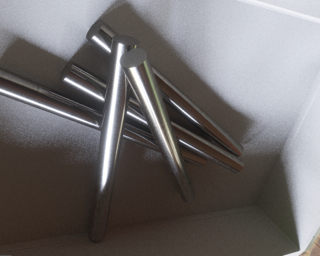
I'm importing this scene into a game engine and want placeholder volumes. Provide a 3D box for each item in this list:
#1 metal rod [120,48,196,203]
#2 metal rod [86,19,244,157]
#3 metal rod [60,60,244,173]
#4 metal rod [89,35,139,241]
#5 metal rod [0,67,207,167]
[{"bbox_3d":[0.012,0.024,0.388,0.025,0.025,0.299,-32,142,-8],"label":"metal rod"},{"bbox_3d":[0.029,-0.031,0.406,0.025,0.025,0.301,-49,129,6],"label":"metal rod"},{"bbox_3d":[0.012,0.000,0.405,0.301,0.025,0.025,28,103,-34],"label":"metal rod"},{"bbox_3d":[-0.062,0.037,0.372,0.025,0.025,0.298,-5,129,-26],"label":"metal rod"},{"bbox_3d":[-0.048,0.000,0.383,0.302,0.025,0.025,23,106,-37],"label":"metal rod"}]
